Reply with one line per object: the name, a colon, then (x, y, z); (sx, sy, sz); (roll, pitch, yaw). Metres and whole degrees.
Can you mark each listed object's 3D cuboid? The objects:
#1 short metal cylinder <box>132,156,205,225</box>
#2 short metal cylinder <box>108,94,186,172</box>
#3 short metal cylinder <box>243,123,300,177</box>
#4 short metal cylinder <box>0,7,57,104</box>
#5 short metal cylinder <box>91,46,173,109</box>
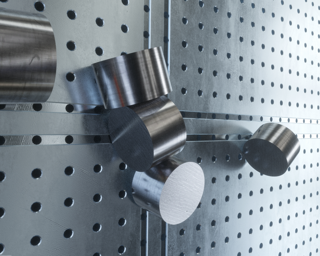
short metal cylinder: (0.011, 0.074, 0.394); (0.081, 0.050, 0.079); (-15, 113, -41)
short metal cylinder: (-0.016, 0.005, 0.362); (0.050, 0.080, 0.080); (-25, 106, -38)
short metal cylinder: (0.194, 0.038, 0.539); (0.050, 0.080, 0.080); (-40, 115, -33)
short metal cylinder: (-0.129, -0.060, 0.266); (0.050, 0.080, 0.079); (-5, 94, -40)
short metal cylinder: (-0.031, -0.057, 0.349); (0.081, 0.080, 0.050); (-24, 106, -38)
